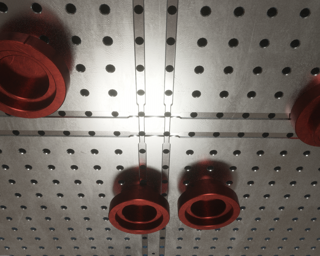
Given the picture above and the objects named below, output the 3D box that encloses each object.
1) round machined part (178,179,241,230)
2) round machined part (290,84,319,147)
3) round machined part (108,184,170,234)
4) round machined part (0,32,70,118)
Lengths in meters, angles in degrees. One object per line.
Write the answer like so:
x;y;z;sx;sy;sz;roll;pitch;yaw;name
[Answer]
0.078;0.121;0.505;0.099;0.042;0.097;-1;130;0;round machined part
0.224;-0.010;0.396;0.099;0.042;0.097;-1;130;0;round machined part
-0.033;0.131;0.512;0.099;0.042;0.097;-1;130;0;round machined part
-0.150;-0.061;0.346;0.099;0.042;0.097;-1;130;0;round machined part
